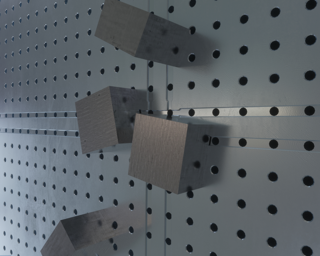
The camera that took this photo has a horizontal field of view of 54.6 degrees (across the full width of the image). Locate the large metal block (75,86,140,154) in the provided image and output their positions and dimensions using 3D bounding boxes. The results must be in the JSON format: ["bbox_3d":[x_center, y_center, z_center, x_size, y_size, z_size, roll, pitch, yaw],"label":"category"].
[{"bbox_3d":[-0.075,-0.009,0.457,0.080,0.050,0.080,-17,79,39],"label":"large metal block"}]

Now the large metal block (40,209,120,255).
[{"bbox_3d":[-0.123,0.177,0.476,0.050,0.081,0.080,51,120,28],"label":"large metal block"}]

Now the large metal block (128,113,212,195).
[{"bbox_3d":[0.011,0.028,0.385,0.080,0.050,0.080,13,99,39],"label":"large metal block"}]

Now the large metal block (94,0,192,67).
[{"bbox_3d":[-0.021,-0.120,0.392,0.080,0.081,0.050,34,111,35],"label":"large metal block"}]
